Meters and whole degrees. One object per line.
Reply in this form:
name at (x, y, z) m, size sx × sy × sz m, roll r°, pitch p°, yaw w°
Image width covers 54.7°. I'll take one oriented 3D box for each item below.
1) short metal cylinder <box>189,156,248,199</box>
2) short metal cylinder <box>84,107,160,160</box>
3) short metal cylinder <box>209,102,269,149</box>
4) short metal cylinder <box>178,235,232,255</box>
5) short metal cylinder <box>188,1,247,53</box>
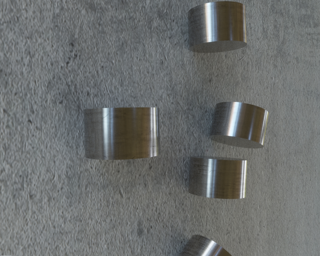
short metal cylinder at (0.081, 0.067, 0.437) m, size 0.081 × 0.080 × 0.050 m, roll 5°, pitch 87°, yaw -40°
short metal cylinder at (-0.040, 0.004, 0.335) m, size 0.081 × 0.080 × 0.050 m, roll -3°, pitch 92°, yaw -40°
short metal cylinder at (0.119, -0.003, 0.468) m, size 0.080 × 0.080 × 0.050 m, roll 21°, pitch 77°, yaw -38°
short metal cylinder at (0.062, 0.193, 0.421) m, size 0.050 × 0.080 × 0.080 m, roll -45°, pitch 117°, yaw -31°
short metal cylinder at (0.080, -0.139, 0.435) m, size 0.081 × 0.080 × 0.050 m, roll -5°, pitch 94°, yaw -40°
